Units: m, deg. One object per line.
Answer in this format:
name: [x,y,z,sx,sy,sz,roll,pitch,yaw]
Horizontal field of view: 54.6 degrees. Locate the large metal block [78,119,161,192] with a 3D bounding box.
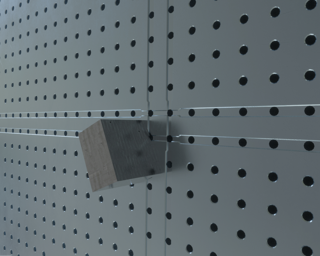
large metal block: [-0.054,0.035,0.419,0.050,0.081,0.080,-28,72,36]
